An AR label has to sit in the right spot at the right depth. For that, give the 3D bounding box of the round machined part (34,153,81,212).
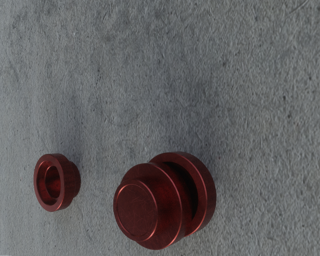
[{"bbox_3d":[-0.176,0.092,0.539,0.098,0.042,0.097,0,90,40],"label":"round machined part"}]

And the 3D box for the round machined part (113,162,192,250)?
[{"bbox_3d":[-0.015,0.089,0.352,0.098,0.042,0.097,0,90,40],"label":"round machined part"}]

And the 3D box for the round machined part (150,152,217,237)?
[{"bbox_3d":[0.025,0.077,0.373,0.098,0.042,0.097,0,90,40],"label":"round machined part"}]
